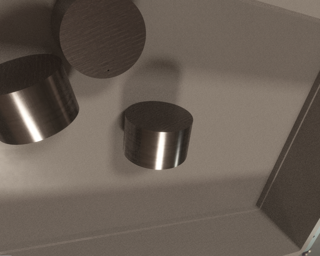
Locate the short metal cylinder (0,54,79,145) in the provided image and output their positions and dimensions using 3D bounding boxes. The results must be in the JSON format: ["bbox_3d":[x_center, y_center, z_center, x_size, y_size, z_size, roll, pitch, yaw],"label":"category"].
[{"bbox_3d":[-0.123,-0.029,0.289,0.081,0.080,0.050,-22,127,-15],"label":"short metal cylinder"}]

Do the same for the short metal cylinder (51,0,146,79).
[{"bbox_3d":[-0.061,-0.095,0.302,0.081,0.050,0.079,-14,125,-21],"label":"short metal cylinder"}]

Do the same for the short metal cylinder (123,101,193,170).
[{"bbox_3d":[-0.003,0.006,0.377,0.081,0.080,0.050,-8,122,-25],"label":"short metal cylinder"}]
